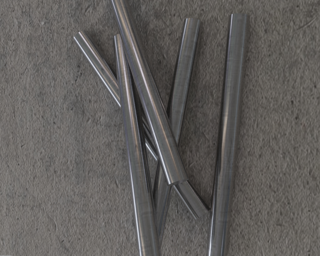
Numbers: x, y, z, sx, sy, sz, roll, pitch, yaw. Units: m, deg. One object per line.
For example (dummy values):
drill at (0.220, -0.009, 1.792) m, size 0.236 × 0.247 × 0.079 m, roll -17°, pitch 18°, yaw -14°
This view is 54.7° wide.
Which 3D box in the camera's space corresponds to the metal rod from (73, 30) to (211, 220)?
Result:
metal rod at (-0.030, -0.012, 0.419) m, size 0.025 × 0.025 × 0.299 m, roll -38°, pitch 78°, yaw 16°

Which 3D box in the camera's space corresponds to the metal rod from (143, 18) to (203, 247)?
metal rod at (0.014, 0.012, 0.382) m, size 0.025 × 0.025 × 0.298 m, roll 9°, pitch 85°, yaw 20°

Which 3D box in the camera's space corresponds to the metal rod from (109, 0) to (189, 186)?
metal rod at (-0.024, -0.075, 0.387) m, size 0.025 × 0.025 × 0.299 m, roll -24°, pitch 71°, yaw 18°

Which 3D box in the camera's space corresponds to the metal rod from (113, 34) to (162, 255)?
metal rod at (-0.031, 0.016, 0.381) m, size 0.025 × 0.025 × 0.299 m, roll -16°, pitch 70°, yaw 19°

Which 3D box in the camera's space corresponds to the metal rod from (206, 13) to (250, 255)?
metal rod at (0.083, 0.014, 0.379) m, size 0.025 × 0.025 × 0.298 m, roll 6°, pitch 92°, yaw 20°
